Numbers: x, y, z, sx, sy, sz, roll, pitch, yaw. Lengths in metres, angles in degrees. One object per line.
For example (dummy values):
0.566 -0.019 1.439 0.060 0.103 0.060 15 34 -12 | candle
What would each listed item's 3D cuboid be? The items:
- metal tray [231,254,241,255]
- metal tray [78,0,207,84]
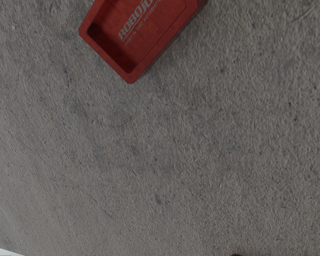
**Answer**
0.168 0.250 0.469 0.130 0.030 0.089 10 123 23 | metal tray
-0.024 -0.122 0.340 0.090 0.030 0.129 45 129 -4 | metal tray
